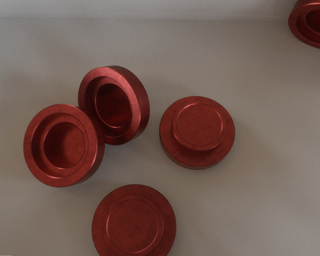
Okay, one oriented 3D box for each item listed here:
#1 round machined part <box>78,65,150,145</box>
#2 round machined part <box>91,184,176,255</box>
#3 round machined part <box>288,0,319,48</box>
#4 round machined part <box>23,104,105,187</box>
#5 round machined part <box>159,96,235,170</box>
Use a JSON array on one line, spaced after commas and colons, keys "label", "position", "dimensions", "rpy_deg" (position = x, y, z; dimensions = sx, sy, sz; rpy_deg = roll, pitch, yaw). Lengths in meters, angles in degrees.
[{"label": "round machined part", "position": [-0.053, -0.030, 0.392], "dimensions": [0.098, 0.097, 0.042], "rpy_deg": [43, 34, 13]}, {"label": "round machined part", "position": [-0.030, 0.114, 0.359], "dimensions": [0.099, 0.042, 0.098], "rpy_deg": [0, 70, -1]}, {"label": "round machined part", "position": [0.234, -0.154, 0.428], "dimensions": [0.098, 0.098, 0.042], "rpy_deg": [26, 81, 9]}, {"label": "round machined part", "position": [-0.112, 0.021, 0.380], "dimensions": [0.098, 0.042, 0.097], "rpy_deg": [-1, 86, 15]}, {"label": "round machined part", "position": [0.048, 0.002, 0.400], "dimensions": [0.099, 0.042, 0.098], "rpy_deg": [0, 70, -1]}]
